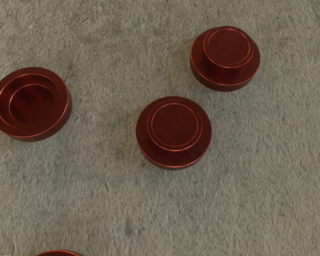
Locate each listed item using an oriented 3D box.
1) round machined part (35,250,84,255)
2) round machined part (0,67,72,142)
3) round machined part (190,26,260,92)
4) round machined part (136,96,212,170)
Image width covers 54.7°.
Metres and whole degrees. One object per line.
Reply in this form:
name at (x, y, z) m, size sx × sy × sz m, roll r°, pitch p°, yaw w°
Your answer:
round machined part at (-0.109, 0.183, 0.331) m, size 0.099 × 0.042 × 0.098 m, roll 0°, pitch 70°, yaw -1°
round machined part at (-0.165, -0.028, 0.407) m, size 0.099 × 0.042 × 0.098 m, roll 0°, pitch 70°, yaw -1°
round machined part at (0.093, -0.104, 0.438) m, size 0.099 × 0.042 × 0.098 m, roll 0°, pitch 70°, yaw -1°
round machined part at (0.018, 0.002, 0.398) m, size 0.099 × 0.042 × 0.098 m, roll 0°, pitch 70°, yaw -1°
